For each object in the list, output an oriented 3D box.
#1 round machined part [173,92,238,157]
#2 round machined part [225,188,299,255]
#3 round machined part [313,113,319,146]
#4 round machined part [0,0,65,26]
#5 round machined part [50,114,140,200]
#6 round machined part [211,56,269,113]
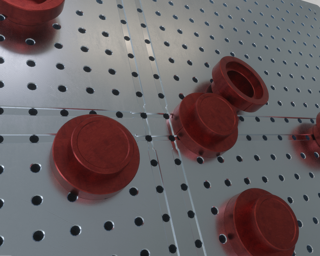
[{"bbox_3d":[0.071,-0.011,0.442,0.099,0.042,0.098,13,56,-21],"label":"round machined part"},{"bbox_3d":[0.135,0.123,0.394,0.099,0.042,0.098,14,56,-21],"label":"round machined part"},{"bbox_3d":[0.320,0.011,0.561,0.099,0.042,0.098,13,56,-21],"label":"round machined part"},{"bbox_3d":[-0.178,-0.175,0.408,0.099,0.042,0.098,13,56,-21],"label":"round machined part"},{"bbox_3d":[-0.068,0.026,0.345,0.099,0.042,0.098,13,56,-21],"label":"round machined part"},{"bbox_3d":[0.122,-0.064,0.495,0.099,0.042,0.098,20,48,-23],"label":"round machined part"}]
